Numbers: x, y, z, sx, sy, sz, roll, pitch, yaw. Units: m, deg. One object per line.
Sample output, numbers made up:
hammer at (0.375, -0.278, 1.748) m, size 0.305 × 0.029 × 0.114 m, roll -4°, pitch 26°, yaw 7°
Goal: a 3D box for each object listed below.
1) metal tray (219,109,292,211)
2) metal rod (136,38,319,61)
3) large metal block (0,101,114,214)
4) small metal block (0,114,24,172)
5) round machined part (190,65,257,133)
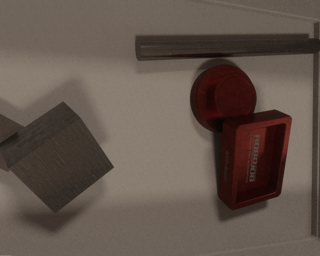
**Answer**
metal tray at (0.132, 0.045, 0.435) m, size 0.091 × 0.030 × 0.129 m, roll -10°, pitch 114°, yaw -20°
metal rod at (0.113, -0.117, 0.453) m, size 0.303 × 0.025 × 0.025 m, roll -7°, pitch 93°, yaw -20°
large metal block at (-0.111, 0.032, 0.340) m, size 0.080 × 0.050 × 0.080 m, roll -38°, pitch 132°, yaw -16°
small metal block at (-0.177, 0.014, 0.345) m, size 0.050 × 0.025 × 0.050 m, roll 33°, pitch 79°, yaw -17°
round machined part at (0.096, -0.041, 0.438) m, size 0.099 × 0.042 × 0.097 m, roll 0°, pitch 90°, yaw -21°
